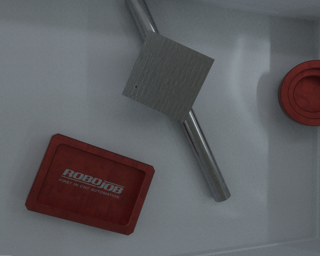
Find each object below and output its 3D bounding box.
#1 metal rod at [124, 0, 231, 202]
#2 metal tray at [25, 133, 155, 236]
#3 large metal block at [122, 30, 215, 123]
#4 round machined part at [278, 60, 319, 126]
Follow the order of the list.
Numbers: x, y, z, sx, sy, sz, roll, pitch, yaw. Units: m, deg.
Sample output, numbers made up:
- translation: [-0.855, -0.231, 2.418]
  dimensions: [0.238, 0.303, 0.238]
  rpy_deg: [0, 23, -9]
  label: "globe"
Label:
- translation: [0.028, -0.034, 0.421]
  dimensions: [0.025, 0.025, 0.299]
  rpy_deg: [-28, 100, -18]
  label: "metal rod"
- translation: [-0.082, 0.069, 0.378]
  dimensions: [0.131, 0.030, 0.090]
  rpy_deg: [22, 83, -19]
  label: "metal tray"
- translation: [0.010, -0.063, 0.378]
  dimensions: [0.080, 0.050, 0.080]
  rpy_deg: [24, 102, -1]
  label: "large metal block"
- translation: [0.232, -0.052, 0.475]
  dimensions: [0.098, 0.042, 0.097]
  rpy_deg: [0, 91, 10]
  label: "round machined part"
